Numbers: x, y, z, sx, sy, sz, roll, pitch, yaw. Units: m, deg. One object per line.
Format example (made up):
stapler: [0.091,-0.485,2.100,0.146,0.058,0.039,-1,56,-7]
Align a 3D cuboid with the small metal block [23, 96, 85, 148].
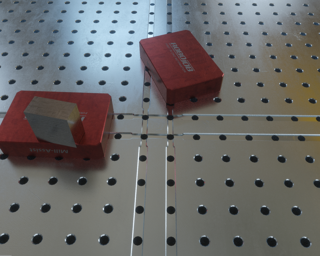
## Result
small metal block: [-0.119,-0.006,0.356,0.050,0.050,0.025,10,51,8]

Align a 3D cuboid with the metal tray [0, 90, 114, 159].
metal tray: [-0.134,-0.006,0.409,0.131,0.030,0.090,2,50,2]

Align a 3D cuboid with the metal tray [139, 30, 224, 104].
metal tray: [0.030,-0.101,0.489,0.091,0.030,0.130,-16,52,-14]
